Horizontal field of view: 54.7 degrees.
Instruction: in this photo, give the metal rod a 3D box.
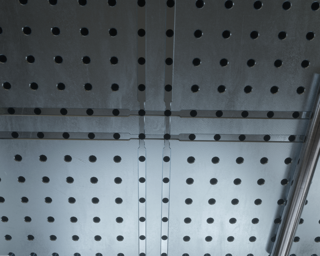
[{"bbox_3d":[0.204,0.075,0.443,0.025,0.025,0.298,5,110,-3],"label":"metal rod"}]
